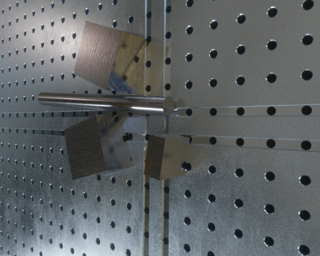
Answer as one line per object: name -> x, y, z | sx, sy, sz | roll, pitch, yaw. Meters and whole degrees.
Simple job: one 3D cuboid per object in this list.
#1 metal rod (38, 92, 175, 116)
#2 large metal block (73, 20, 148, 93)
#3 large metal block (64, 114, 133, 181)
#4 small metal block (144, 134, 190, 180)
metal rod -> -0.104, -0.042, 0.492 | 0.300, 0.025, 0.025 | 7, 94, 39
large metal block -> -0.074, -0.103, 0.451 | 0.080, 0.050, 0.079 | 28, 107, 36
large metal block -> -0.095, 0.030, 0.469 | 0.080, 0.050, 0.080 | -20, 77, 38
small metal block -> 0.009, 0.034, 0.384 | 0.025, 0.050, 0.050 | 13, 98, 39
